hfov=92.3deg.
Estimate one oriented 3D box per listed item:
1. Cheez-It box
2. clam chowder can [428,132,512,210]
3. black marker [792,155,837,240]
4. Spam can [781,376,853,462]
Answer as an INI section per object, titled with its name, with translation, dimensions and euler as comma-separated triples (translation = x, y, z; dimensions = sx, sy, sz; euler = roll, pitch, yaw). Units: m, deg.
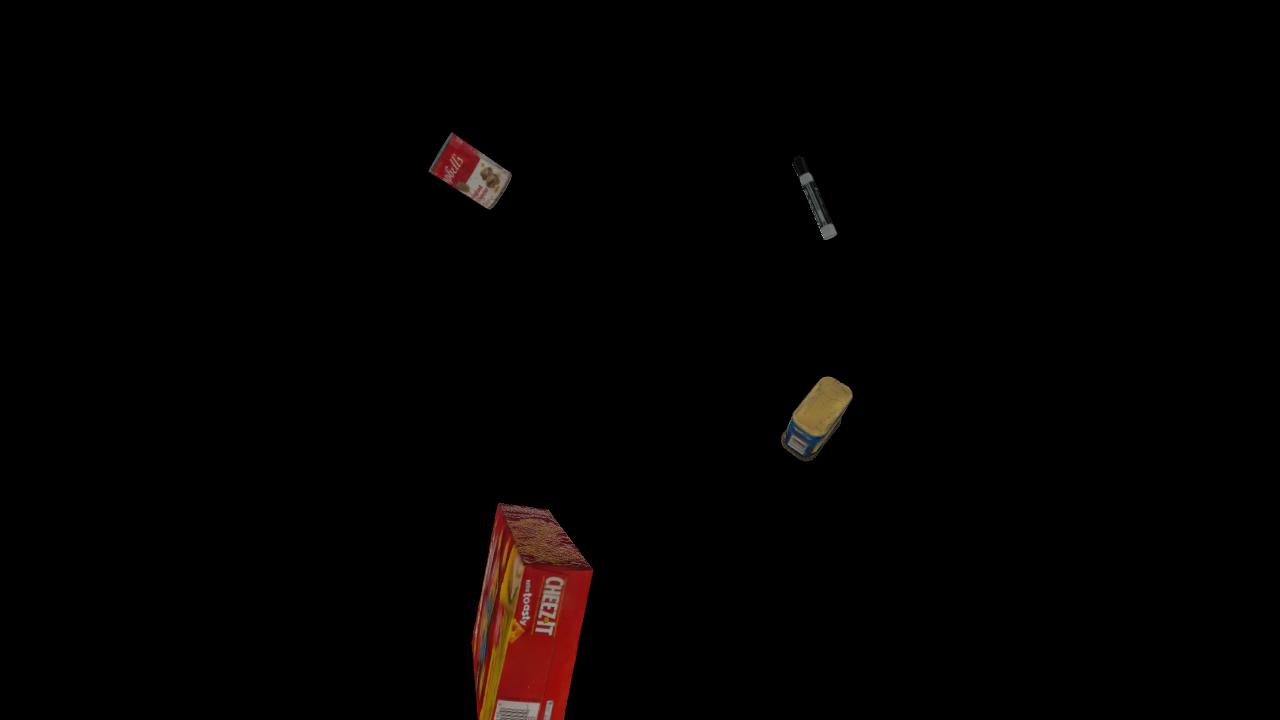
[Cheez-It box]
translation = -0.117, 0.251, 0.610
dimensions = 0.071, 0.166, 0.223
euler = 12, -4, -18
[clam chowder can]
translation = -0.252, -0.280, 0.917
dimensions = 0.102, 0.068, 0.068
euler = 30, -15, -27
[black marker]
translation = 0.233, -0.219, 0.825
dimensions = 0.020, 0.121, 0.020
euler = -19, -9, -3
[Spam can]
translation = 0.255, 0.084, 0.888
dimensions = 0.058, 0.101, 0.085
euler = 36, -23, 21
